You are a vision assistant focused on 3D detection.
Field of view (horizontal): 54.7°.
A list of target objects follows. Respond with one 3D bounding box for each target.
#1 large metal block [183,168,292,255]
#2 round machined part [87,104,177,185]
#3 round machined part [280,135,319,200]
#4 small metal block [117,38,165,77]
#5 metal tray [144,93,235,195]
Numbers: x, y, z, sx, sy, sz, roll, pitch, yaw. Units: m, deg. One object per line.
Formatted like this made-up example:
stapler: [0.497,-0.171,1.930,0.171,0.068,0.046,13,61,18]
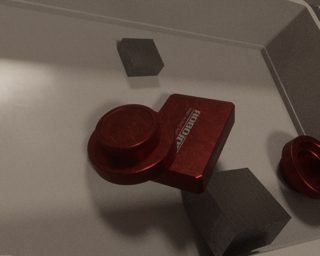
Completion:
large metal block: [0.087,0.096,0.361,0.081,0.050,0.080,-2,38,-30]
round machined part: [-0.032,0.011,0.341,0.099,0.042,0.098,-6,44,6]
round machined part: [0.227,0.064,0.481,0.099,0.042,0.098,13,56,-21]
small metal block: [-0.029,-0.104,0.455,0.050,0.025,0.050,-9,66,-32]
metal tray: [0.031,0.012,0.382,0.090,0.030,0.130,12,46,24]
